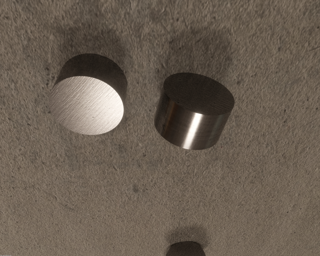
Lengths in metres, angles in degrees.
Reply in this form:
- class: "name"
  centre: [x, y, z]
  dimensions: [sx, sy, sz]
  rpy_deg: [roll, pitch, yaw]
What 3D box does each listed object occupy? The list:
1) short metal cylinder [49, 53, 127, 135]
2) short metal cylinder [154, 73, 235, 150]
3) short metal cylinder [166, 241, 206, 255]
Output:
- class: "short metal cylinder"
  centre: [-0.080, -0.038, 0.357]
  dimensions: [0.081, 0.050, 0.079]
  rpy_deg: [-1, 130, 0]
- class: "short metal cylinder"
  centre: [0.038, -0.021, 0.354]
  dimensions: [0.081, 0.080, 0.050]
  rpy_deg: [9, 130, -8]
- class: "short metal cylinder"
  centre: [0.053, 0.270, 0.603]
  dimensions: [0.080, 0.080, 0.050]
  rpy_deg: [-9, 130, 7]
